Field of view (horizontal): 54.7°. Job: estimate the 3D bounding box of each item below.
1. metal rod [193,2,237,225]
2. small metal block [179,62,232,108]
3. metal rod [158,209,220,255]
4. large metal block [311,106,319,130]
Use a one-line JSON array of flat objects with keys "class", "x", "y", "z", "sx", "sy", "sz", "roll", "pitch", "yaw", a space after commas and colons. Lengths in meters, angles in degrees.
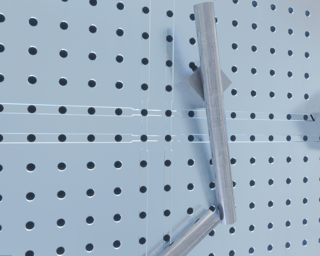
[{"class": "metal rod", "x": 0.076, "y": -0.010, "z": 0.417, "sx": 0.025, "sy": 0.025, "sz": 0.298, "roll": -13, "pitch": 104, "yaw": -20}, {"class": "small metal block", "x": 0.064, "y": -0.064, "z": 0.436, "sx": 0.050, "sy": 0.025, "sz": 0.050, "roll": 46, "pitch": 76, "yaw": -14}, {"class": "metal rod", "x": -0.037, "y": 0.215, "z": 0.399, "sx": 0.301, "sy": 0.025, "sz": 0.025, "roll": -38, "pitch": 103, "yaw": -16}, {"class": "large metal block", "x": 0.314, "y": -0.014, "z": 0.515, "sx": 0.080, "sy": 0.050, "sz": 0.080, "roll": -36, "pitch": 102, "yaw": -17}]
